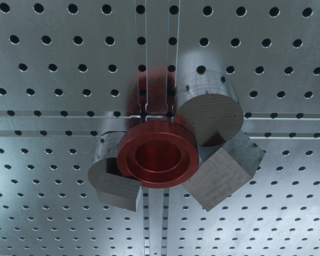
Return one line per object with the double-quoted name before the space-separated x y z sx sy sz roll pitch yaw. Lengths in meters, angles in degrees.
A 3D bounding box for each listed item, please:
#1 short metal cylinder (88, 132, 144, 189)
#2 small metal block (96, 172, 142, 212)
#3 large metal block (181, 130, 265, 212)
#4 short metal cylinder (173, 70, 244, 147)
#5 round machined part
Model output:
"short metal cylinder" -0.057 0.052 0.438 0.081 0.050 0.079 0 130 0
"small metal block" -0.052 0.083 0.400 0.050 0.025 0.050 14 149 4
"large metal block" 0.085 0.053 0.413 0.050 0.080 0.080 46 122 7
"short metal cylinder" 0.056 -0.023 0.376 0.081 0.050 0.079 0 130 0
"round machined part" -0.002 0.028 0.386 0.099 0.042 0.097 0 130 0
